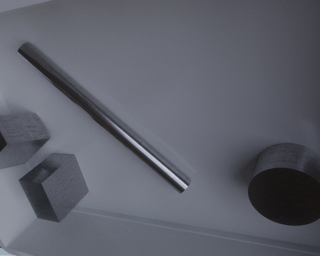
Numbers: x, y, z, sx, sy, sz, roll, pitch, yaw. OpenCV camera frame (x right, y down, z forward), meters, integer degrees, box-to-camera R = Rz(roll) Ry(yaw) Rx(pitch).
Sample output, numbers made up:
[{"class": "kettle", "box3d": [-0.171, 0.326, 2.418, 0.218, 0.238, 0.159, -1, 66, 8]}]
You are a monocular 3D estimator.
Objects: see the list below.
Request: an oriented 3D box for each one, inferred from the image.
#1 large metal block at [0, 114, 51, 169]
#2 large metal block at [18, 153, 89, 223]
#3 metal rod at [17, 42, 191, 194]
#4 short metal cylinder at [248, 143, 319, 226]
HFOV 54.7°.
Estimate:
[{"class": "large metal block", "box3d": [-0.238, 0.023, 0.491, 0.080, 0.080, 0.050, -40, 77, 24]}, {"class": "large metal block", "box3d": [-0.176, 0.098, 0.524, 0.050, 0.080, 0.079, 1, 119, 27]}, {"class": "metal rod", "box3d": [-0.078, -0.014, 0.439, 0.300, 0.025, 0.025, 41, 129, 0]}, {"class": "short metal cylinder", "box3d": [0.147, 0.064, 0.355, 0.080, 0.050, 0.079, 13, 124, 20]}]
